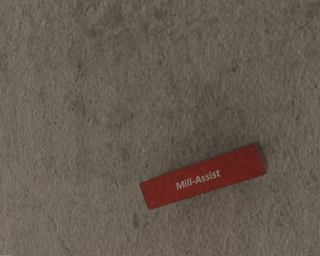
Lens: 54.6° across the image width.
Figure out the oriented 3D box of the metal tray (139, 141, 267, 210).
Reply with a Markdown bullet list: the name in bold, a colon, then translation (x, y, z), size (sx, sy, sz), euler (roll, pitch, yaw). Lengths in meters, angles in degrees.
- **metal tray**: translation (0.053, 0.052, 0.355), size (0.130, 0.090, 0.030), euler (-22, 83, 19)
